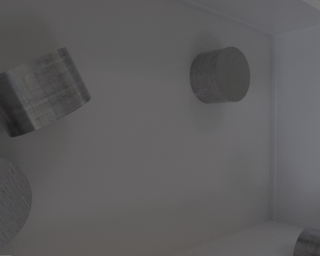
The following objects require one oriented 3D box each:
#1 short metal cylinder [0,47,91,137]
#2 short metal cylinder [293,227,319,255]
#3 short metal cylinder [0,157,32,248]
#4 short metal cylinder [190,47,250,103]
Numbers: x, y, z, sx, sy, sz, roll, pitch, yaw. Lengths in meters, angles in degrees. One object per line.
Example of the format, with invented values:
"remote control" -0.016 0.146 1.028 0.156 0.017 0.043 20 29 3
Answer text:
"short metal cylinder" -0.110 -0.034 0.278 0.080 0.080 0.050 -37 113 -34
"short metal cylinder" 0.227 0.184 0.428 0.081 0.050 0.080 -1 91 -40
"short metal cylinder" -0.157 0.060 0.259 0.081 0.050 0.080 0 90 -40
"short metal cylinder" 0.091 -0.078 0.466 0.081 0.050 0.080 0 90 -40
